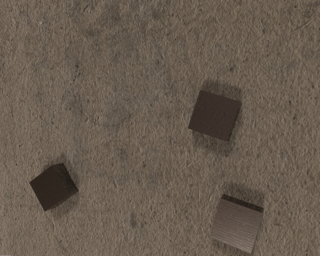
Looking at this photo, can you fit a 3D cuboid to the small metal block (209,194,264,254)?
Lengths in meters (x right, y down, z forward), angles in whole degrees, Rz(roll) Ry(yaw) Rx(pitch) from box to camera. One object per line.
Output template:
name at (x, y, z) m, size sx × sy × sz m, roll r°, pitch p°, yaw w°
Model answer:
small metal block at (0.093, 0.115, 0.376) m, size 0.050 × 0.025 × 0.050 m, roll 17°, pitch 96°, yaw 18°

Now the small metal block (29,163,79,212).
small metal block at (-0.159, 0.088, 0.463) m, size 0.050 × 0.025 × 0.050 m, roll -36°, pitch 79°, yaw 16°

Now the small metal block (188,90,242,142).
small metal block at (0.068, -0.015, 0.384) m, size 0.050 × 0.025 × 0.050 m, roll 19°, pitch 96°, yaw 18°
